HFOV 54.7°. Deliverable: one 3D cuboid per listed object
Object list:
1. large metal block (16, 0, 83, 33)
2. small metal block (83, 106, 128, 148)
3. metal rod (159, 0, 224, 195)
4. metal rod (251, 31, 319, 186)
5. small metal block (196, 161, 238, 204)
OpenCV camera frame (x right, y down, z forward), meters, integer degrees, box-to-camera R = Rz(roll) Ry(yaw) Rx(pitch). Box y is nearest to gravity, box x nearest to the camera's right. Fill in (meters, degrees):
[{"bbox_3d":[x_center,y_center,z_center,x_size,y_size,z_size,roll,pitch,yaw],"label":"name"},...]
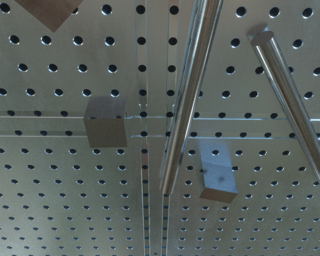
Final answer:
[{"bbox_3d":[-0.097,-0.139,0.256,0.050,0.080,0.080,-36,122,26],"label":"large metal block"},{"bbox_3d":[-0.070,-0.001,0.410,0.050,0.025,0.050,-2,130,1],"label":"small metal block"},{"bbox_3d":[0.031,-0.016,0.397,0.025,0.025,0.298,6,130,-5],"label":"metal rod"},{"bbox_3d":[0.190,0.000,0.412,0.025,0.025,0.300,-26,126,20],"label":"metal rod"},{"bbox_3d":[0.084,0.082,0.465,0.050,0.050,0.025,13,129,-11],"label":"small metal block"}]
